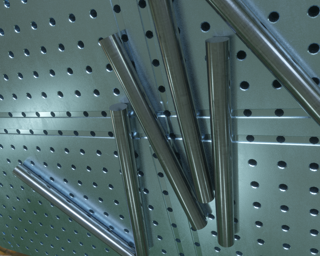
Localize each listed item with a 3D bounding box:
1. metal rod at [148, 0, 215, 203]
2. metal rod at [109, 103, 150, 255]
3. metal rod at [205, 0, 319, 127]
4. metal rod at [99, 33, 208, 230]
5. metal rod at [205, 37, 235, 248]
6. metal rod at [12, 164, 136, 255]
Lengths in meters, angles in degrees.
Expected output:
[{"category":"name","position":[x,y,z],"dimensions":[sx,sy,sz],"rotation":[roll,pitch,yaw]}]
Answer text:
[{"category":"metal rod","position":[0.028,-0.033,0.376],"dimensions":[0.025,0.025,0.299],"rotation":[-1,118,29]},{"category":"metal rod","position":[-0.044,0.101,0.497],"dimensions":[0.025,0.025,0.298],"rotation":[9,122,24]},{"category":"metal rod","position":[0.144,-0.038,0.311],"dimensions":[0.300,0.025,0.025],"rotation":[46,129,-5]},{"category":"metal rod","position":[-0.002,0.017,0.423],"dimensions":[0.025,0.025,0.299],"rotation":[-13,112,34]},{"category":"metal rod","position":[0.079,0.038,0.393],"dimensions":[0.025,0.025,0.298],"rotation":[6,121,25]},{"category":"metal rod","position":[-0.159,0.167,0.599],"dimensions":[0.300,0.025,0.025],"rotation":[35,129,4]}]
